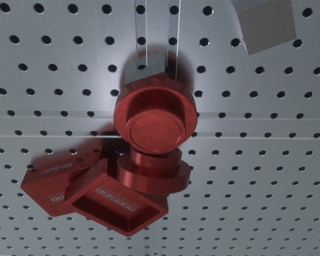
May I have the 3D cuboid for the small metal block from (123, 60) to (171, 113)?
[{"bbox_3d":[-0.009,-0.046,0.372,0.050,0.025,0.050,-16,129,13],"label":"small metal block"}]

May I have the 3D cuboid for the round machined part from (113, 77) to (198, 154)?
[{"bbox_3d":[-0.005,-0.007,0.362,0.099,0.042,0.097,-1,131,0],"label":"round machined part"}]

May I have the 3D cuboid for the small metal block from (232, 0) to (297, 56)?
[{"bbox_3d":[0.108,-0.110,0.319,0.050,0.025,0.050,-18,128,14],"label":"small metal block"}]

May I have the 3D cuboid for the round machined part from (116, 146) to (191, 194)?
[{"bbox_3d":[-0.007,0.047,0.411,0.099,0.098,0.042,7,103,-6],"label":"round machined part"}]

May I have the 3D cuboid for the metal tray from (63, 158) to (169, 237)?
[{"bbox_3d":[-0.062,0.108,0.459,0.090,0.030,0.130,-38,123,22],"label":"metal tray"}]

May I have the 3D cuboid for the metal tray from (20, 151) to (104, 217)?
[{"bbox_3d":[-0.134,0.091,0.484,0.130,0.030,0.090,-16,129,13],"label":"metal tray"}]
